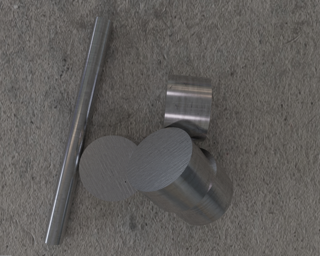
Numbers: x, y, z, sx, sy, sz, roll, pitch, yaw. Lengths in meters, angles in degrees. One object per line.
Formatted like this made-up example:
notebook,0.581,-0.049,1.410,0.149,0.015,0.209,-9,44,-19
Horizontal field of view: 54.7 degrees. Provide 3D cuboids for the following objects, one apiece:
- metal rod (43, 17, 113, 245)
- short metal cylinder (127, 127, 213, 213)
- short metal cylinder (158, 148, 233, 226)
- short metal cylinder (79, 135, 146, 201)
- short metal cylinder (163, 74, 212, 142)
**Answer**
metal rod,-0.107,0.004,0.409,0.025,0.025,0.298,13,90,0
short metal cylinder,0.011,0.046,0.344,0.080,0.080,0.050,-41,128,0
short metal cylinder,0.041,0.070,0.376,0.080,0.080,0.050,-41,129,0
short metal cylinder,-0.057,0.048,0.397,0.081,0.050,0.080,0,90,0
short metal cylinder,0.032,-0.024,0.383,0.050,0.080,0.080,5,90,0
